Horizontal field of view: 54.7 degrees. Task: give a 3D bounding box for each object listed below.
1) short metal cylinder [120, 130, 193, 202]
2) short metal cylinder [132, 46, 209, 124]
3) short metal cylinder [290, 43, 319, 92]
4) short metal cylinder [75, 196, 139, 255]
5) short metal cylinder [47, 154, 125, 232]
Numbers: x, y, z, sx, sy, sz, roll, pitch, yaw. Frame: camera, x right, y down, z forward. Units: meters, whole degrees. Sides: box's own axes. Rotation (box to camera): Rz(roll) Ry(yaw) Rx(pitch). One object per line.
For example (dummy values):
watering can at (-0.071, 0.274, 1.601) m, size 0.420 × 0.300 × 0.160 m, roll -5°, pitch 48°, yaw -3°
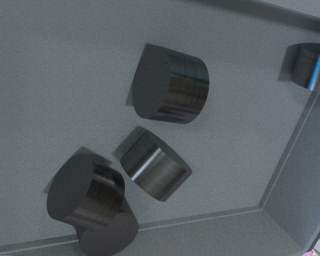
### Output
short metal cylinder at (-0.004, 0.048, 0.400) m, size 0.050 × 0.080 × 0.080 m, roll -48°, pitch 129°, yaw 5°
short metal cylinder at (0.010, -0.047, 0.349) m, size 0.050 × 0.080 × 0.079 m, roll 8°, pitch 114°, yaw -32°
short metal cylinder at (0.238, -0.088, 0.448) m, size 0.081 × 0.080 × 0.050 m, roll -9°, pitch 122°, yaw -24°
short metal cylinder at (-0.077, 0.132, 0.432) m, size 0.081 × 0.050 × 0.079 m, roll -14°, pitch 124°, yaw -21°
short metal cylinder at (-0.089, 0.077, 0.372) m, size 0.080 × 0.080 × 0.050 m, roll -48°, pitch 129°, yaw 5°
